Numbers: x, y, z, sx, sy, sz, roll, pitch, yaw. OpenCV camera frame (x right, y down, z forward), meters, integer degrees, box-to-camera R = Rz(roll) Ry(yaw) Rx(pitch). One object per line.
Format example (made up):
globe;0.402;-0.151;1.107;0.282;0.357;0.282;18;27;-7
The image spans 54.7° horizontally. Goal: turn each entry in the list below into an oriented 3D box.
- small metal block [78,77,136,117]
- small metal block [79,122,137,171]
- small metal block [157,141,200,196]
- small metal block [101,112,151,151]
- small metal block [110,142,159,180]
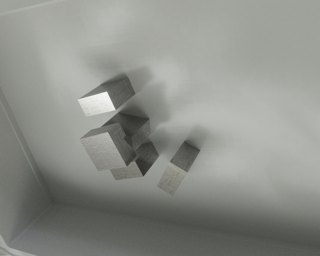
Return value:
small metal block;-0.069;-0.041;0.404;0.050;0.050;0.025;-9;114;32
small metal block;-0.066;0.025;0.394;0.050;0.025;0.050;-13;112;33
small metal block;0.025;0.054;0.413;0.025;0.050;0.050;31;128;8
small metal block;-0.047;0.005;0.421;0.050;0.050;0.025;12;124;22
small metal block;-0.037;0.047;0.441;0.050;0.050;0.025;-13;112;33
